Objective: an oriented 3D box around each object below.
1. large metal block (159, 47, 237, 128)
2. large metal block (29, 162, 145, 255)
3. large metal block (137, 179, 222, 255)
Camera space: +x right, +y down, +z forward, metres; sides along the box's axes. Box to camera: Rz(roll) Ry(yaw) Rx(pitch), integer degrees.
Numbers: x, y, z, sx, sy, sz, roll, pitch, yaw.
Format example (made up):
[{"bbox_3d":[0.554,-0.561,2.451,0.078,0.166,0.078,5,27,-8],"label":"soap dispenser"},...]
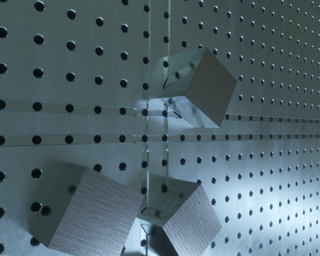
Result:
[{"bbox_3d":[0.057,-0.055,0.443,0.080,0.050,0.080,37,67,-34],"label":"large metal block"},{"bbox_3d":[-0.075,0.092,0.332,0.080,0.050,0.080,36,68,-35],"label":"large metal block"},{"bbox_3d":[0.029,0.128,0.420,0.080,0.050,0.080,-41,115,-33],"label":"large metal block"}]
